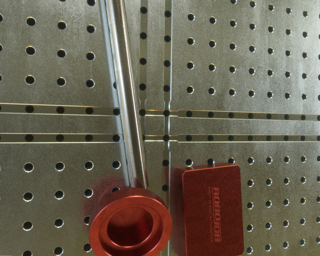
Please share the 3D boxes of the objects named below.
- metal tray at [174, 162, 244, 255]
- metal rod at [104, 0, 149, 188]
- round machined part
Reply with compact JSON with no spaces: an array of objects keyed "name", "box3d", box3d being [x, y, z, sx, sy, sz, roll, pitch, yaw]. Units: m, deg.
[{"name":"metal tray","box3d":[0.070,0.118,0.437,0.091,0.030,0.129,-4,91,-20]},{"name":"metal rod","box3d":[-0.046,-0.071,0.396,0.025,0.025,0.298,-8,93,-20]},{"name":"round machined part","box3d":[-0.038,0.116,0.381,0.099,0.042,0.097,-5,109,-14]}]
